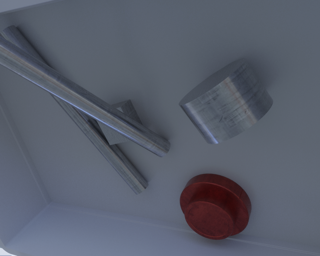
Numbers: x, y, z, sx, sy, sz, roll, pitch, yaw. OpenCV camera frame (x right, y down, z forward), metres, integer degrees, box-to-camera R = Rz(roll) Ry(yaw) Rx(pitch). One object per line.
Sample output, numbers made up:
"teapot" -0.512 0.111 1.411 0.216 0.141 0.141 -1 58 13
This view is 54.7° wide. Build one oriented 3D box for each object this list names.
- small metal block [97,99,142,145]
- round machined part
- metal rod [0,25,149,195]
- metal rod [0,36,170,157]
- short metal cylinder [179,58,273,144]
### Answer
"small metal block" -0.056 -0.007 0.432 0.050 0.025 0.050 -13 112 33
"round machined part" 0.073 0.115 0.430 0.098 0.042 0.097 13 124 20
"metal rod" -0.121 -0.021 0.457 0.025 0.025 0.300 -32 101 38
"metal rod" -0.105 -0.042 0.351 0.301 0.025 0.025 33 135 -30
"short metal cylinder" 0.067 -0.028 0.320 0.080 0.080 0.050 -29 102 37
